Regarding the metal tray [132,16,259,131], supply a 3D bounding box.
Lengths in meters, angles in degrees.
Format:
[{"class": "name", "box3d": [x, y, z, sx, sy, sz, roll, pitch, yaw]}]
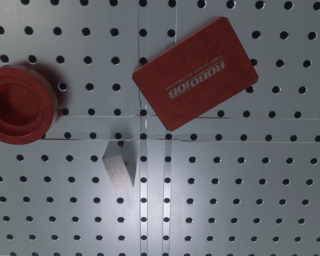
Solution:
[{"class": "metal tray", "box3d": [0.043, -0.066, 0.387, 0.130, 0.030, 0.090, -31, 108, 10]}]

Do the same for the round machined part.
[{"class": "round machined part", "box3d": [-0.178, -0.031, 0.391, 0.099, 0.042, 0.097, 0, 110, 0]}]

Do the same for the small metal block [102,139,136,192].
[{"class": "small metal block", "box3d": [-0.053, 0.050, 0.418, 0.025, 0.050, 0.050, -16, 110, 6]}]
